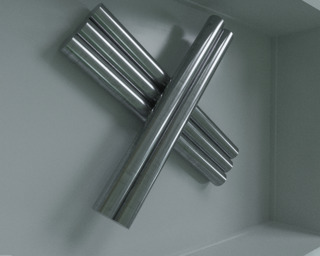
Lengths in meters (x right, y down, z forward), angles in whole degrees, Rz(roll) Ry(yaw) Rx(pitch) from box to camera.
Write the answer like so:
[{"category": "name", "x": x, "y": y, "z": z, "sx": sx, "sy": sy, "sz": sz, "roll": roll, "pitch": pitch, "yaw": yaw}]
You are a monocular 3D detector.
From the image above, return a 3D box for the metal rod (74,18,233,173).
[{"category": "metal rod", "x": 0.010, "y": -0.024, "z": 0.413, "sx": 0.300, "sy": 0.025, "sz": 0.025, "roll": 42, "pitch": 65, "yaw": -32}]

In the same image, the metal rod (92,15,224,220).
[{"category": "metal rod", "x": 0.010, "y": -0.030, "z": 0.380, "sx": 0.025, "sy": 0.025, "sz": 0.300, "roll": 45, "pitch": 63, "yaw": -31}]

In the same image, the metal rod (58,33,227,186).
[{"category": "metal rod", "x": -0.002, "y": -0.005, "z": 0.402, "sx": 0.300, "sy": 0.025, "sz": 0.025, "roll": 42, "pitch": 65, "yaw": -32}]

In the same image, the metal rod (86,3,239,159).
[{"category": "metal rod", "x": 0.022, "y": -0.045, "z": 0.423, "sx": 0.300, "sy": 0.025, "sz": 0.025, "roll": 42, "pitch": 65, "yaw": -32}]

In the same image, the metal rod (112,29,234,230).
[{"category": "metal rod", "x": 0.025, "y": -0.016, "z": 0.393, "sx": 0.025, "sy": 0.025, "sz": 0.300, "roll": 45, "pitch": 63, "yaw": -31}]
